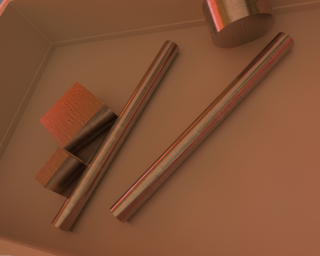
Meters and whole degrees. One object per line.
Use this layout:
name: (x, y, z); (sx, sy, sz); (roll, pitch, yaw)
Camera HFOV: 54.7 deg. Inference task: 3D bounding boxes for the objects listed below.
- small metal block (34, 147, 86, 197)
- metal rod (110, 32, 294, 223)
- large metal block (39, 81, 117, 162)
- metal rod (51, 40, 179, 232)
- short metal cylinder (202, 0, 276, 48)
small metal block: (-0.129, 0.061, 0.418); (0.025, 0.050, 0.050); (28, 77, 37)
metal rod: (0.054, -0.004, 0.378); (0.300, 0.025, 0.025); (-46, 51, -4)
large metal block: (-0.116, -0.010, 0.455); (0.080, 0.050, 0.080); (-48, 52, -6)
metal rod: (-0.054, 0.001, 0.432); (0.025, 0.025, 0.300); (19, 71, 35)
short metal cylinder: (0.100, -0.145, 0.398); (0.080, 0.080, 0.050); (-18, 78, 17)
